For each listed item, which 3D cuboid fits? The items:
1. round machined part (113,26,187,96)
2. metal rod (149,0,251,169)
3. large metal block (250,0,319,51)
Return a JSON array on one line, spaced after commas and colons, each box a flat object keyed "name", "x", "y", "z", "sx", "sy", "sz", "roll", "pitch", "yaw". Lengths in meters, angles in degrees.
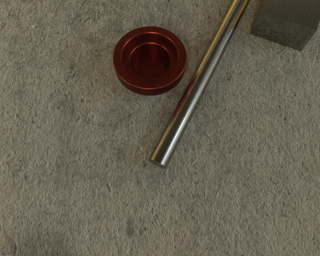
[{"name": "round machined part", "x": -0.013, "y": -0.089, "z": 0.431, "sx": 0.099, "sy": 0.042, "sz": 0.098, "roll": 0, "pitch": 70, "yaw": 0}, {"name": "metal rod", "x": 0.064, "y": -0.080, "z": 0.437, "sx": 0.025, "sy": 0.025, "sz": 0.300, "roll": 25, "pitch": 72, "yaw": 9}, {"name": "large metal block", "x": 0.190, "y": -0.173, "z": 0.460, "sx": 0.080, "sy": 0.050, "sz": 0.080, "roll": 21, "pitch": 71, "yaw": 7}]
